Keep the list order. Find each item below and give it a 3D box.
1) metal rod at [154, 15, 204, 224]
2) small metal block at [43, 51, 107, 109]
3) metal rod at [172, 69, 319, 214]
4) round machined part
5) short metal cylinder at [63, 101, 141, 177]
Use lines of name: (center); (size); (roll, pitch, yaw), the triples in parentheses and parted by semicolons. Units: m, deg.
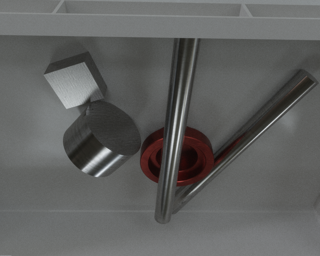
metal rod: (0.016, 0.019, 0.370); (0.025, 0.025, 0.298); (3, 129, -3)
small metal block: (-0.097, -0.055, 0.361); (0.050, 0.025, 0.050); (-15, 129, 11)
metal rod: (0.097, 0.037, 0.442); (0.025, 0.025, 0.298); (25, 126, -20)
round machined part: (0.023, 0.034, 0.427); (0.099, 0.042, 0.097); (-1, 130, 0)
short metal cylinder: (-0.070, 0.014, 0.384); (0.080, 0.080, 0.050); (34, 122, -26)
